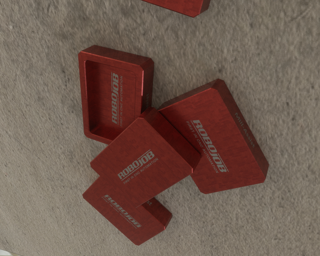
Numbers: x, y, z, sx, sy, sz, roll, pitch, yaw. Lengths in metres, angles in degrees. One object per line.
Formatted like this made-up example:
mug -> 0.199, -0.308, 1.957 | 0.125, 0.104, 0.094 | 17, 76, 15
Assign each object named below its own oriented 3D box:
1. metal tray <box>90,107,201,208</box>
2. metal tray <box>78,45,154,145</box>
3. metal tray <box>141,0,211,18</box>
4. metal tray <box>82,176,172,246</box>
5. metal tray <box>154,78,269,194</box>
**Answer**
metal tray -> -0.023, 0.043, 0.402 | 0.090, 0.030, 0.129 | 46, 129, -5
metal tray -> -0.058, -0.035, 0.410 | 0.090, 0.030, 0.129 | 17, 125, 18
metal tray -> 0.015, -0.180, 0.283 | 0.090, 0.030, 0.129 | 24, 127, 13
metal tray -> -0.056, 0.128, 0.510 | 0.130, 0.030, 0.090 | 43, 129, -2
metal tray -> 0.063, 0.015, 0.379 | 0.090, 0.030, 0.130 | -21, 107, 35
